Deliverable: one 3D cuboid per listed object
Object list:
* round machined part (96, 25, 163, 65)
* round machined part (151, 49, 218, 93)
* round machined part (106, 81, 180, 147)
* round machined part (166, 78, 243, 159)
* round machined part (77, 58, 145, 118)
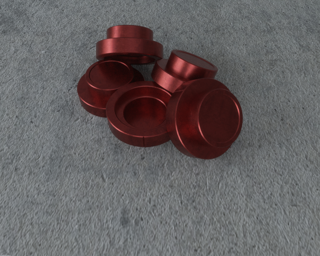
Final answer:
[{"bbox_3d":[-0.044,-0.122,0.458,0.099,0.098,0.042,1,92,0],"label":"round machined part"},{"bbox_3d":[0.041,-0.076,0.430,0.099,0.042,0.098,19,25,-9],"label":"round machined part"},{"bbox_3d":[-0.018,-0.014,0.405,0.099,0.042,0.098,0,50,0],"label":"round machined part"},{"bbox_3d":[0.059,-0.011,0.368,0.099,0.098,0.042,-36,18,-26],"label":"round machined part"},{"bbox_3d":[-0.070,-0.063,0.448,0.099,0.042,0.098,0,50,0],"label":"round machined part"}]
